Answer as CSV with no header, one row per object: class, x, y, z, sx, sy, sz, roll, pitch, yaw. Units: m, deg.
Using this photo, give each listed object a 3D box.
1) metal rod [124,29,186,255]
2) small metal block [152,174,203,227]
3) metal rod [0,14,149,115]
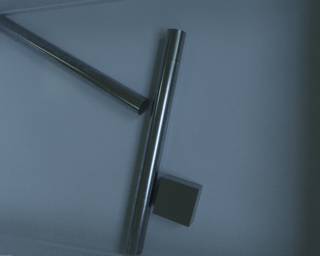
metal rod,-0.007,0.021,0.412,0.025,0.025,0.298,13,94,19
small metal block,0.023,0.093,0.402,0.050,0.025,0.050,16,95,19
metal rod,-0.145,-0.102,0.460,0.300,0.025,0.025,31,100,17
